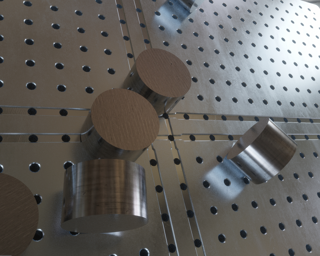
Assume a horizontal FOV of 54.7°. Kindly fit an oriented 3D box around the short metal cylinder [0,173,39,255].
[{"bbox_3d":[-0.148,0.083,0.261,0.081,0.050,0.080,14,56,-21],"label":"short metal cylinder"}]

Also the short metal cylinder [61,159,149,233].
[{"bbox_3d":[-0.053,0.069,0.302,0.081,0.080,0.050,9,58,-24],"label":"short metal cylinder"}]

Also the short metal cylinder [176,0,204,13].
[{"bbox_3d":[0.063,-0.261,0.565,0.050,0.080,0.080,42,51,0],"label":"short metal cylinder"}]

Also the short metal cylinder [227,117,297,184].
[{"bbox_3d":[0.139,0.031,0.429,0.050,0.080,0.080,43,51,1],"label":"short metal cylinder"}]

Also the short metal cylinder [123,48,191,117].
[{"bbox_3d":[-0.004,-0.062,0.428,0.081,0.050,0.080,14,56,-21],"label":"short metal cylinder"}]

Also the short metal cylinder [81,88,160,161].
[{"bbox_3d":[-0.048,0.000,0.366,0.081,0.050,0.080,14,56,-21],"label":"short metal cylinder"}]
